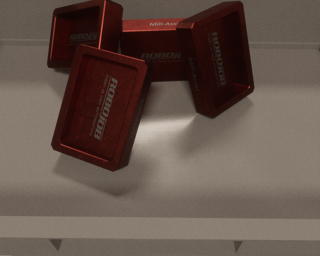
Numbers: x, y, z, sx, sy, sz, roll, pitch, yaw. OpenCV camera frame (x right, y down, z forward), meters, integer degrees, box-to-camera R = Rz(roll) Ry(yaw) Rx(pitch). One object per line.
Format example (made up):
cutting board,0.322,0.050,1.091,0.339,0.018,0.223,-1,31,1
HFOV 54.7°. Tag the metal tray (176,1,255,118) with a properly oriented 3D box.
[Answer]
metal tray,0.078,-0.090,0.413,0.091,0.129,0.030,-32,32,-24

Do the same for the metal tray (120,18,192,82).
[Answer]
metal tray,0.009,-0.113,0.457,0.131,0.089,0.030,-3,48,-3

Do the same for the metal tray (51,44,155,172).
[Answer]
metal tray,-0.068,-0.024,0.368,0.090,0.030,0.129,18,95,14

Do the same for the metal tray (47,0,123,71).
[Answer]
metal tray,-0.110,-0.126,0.438,0.130,0.089,0.030,11,5,42
